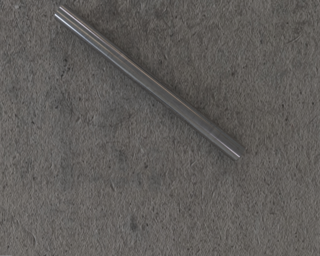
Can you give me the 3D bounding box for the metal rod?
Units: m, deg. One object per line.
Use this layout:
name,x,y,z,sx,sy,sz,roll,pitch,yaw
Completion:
metal rod,-0.013,-0.059,0.409,0.300,0.025,0.025,38,90,0
